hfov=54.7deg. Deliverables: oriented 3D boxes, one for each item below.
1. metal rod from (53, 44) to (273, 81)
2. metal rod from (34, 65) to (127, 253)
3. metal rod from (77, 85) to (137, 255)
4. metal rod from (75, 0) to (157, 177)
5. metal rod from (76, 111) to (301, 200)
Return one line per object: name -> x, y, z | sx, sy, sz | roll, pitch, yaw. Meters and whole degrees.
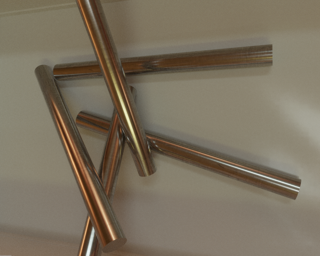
metal rod -> -0.010, -0.084, 0.413 | 0.301, 0.025, 0.025 | -1, 90, 19
metal rod -> -0.112, 0.013, 0.388 | 0.025, 0.025, 0.300 | -45, 53, 14
metal rod -> -0.067, 0.080, 0.362 | 0.025, 0.025, 0.299 | -1, 62, 20
metal rod -> -0.059, -0.077, 0.355 | 0.025, 0.025, 0.298 | -10, 111, 20
metal rod -> 0.022, 0.029, 0.402 | 0.301, 0.025, 0.025 | 17, 96, 19
